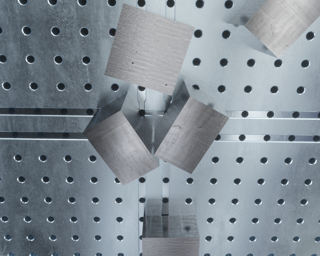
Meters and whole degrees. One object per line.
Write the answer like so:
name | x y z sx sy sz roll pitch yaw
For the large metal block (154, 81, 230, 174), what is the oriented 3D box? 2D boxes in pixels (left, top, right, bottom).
large metal block | 0.034 -0.004 0.383 0.050 0.080 0.080 28 108 -10

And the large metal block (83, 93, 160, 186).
large metal block | -0.043 0.011 0.388 0.050 0.080 0.080 -30 108 10

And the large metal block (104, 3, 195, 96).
large metal block | -0.013 -0.093 0.366 0.080 0.050 0.079 17 109 -7

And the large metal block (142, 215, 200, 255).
large metal block | 0.015 0.181 0.467 0.081 0.050 0.079 0 110 -1

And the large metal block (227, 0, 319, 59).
large metal block | 0.128 -0.129 0.339 0.050 0.080 0.080 38 105 -13
